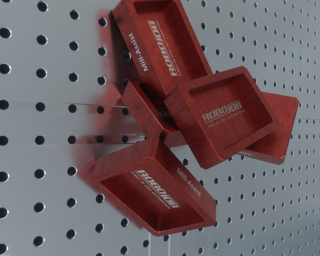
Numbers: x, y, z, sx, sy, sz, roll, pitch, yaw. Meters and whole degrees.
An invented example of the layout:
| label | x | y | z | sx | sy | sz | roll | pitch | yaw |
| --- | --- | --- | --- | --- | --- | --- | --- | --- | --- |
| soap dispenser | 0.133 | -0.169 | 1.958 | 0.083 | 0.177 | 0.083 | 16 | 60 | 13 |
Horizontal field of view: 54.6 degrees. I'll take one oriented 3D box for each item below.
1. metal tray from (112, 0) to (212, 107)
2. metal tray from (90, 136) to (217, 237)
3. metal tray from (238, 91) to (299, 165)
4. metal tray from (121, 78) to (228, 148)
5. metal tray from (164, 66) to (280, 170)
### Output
| label | x | y | z | sx | sy | sz | roll | pitch | yaw |
| --- | --- | --- | --- | --- | --- | --- | --- | --- | --- |
| metal tray | 0.007 | -0.101 | 0.386 | 0.091 | 0.030 | 0.130 | -23 | 89 | -39 |
| metal tray | -0.004 | 0.074 | 0.359 | 0.130 | 0.090 | 0.030 | 49 | 34 | -29 |
| metal tray | 0.118 | -0.009 | 0.439 | 0.090 | 0.130 | 0.030 | -69 | 156 | -17 |
| metal tray | 0.029 | -0.024 | 0.390 | 0.131 | 0.090 | 0.030 | -8 | 140 | -38 |
| metal tray | 0.076 | -0.018 | 0.359 | 0.131 | 0.030 | 0.090 | -22 | 80 | -41 |
